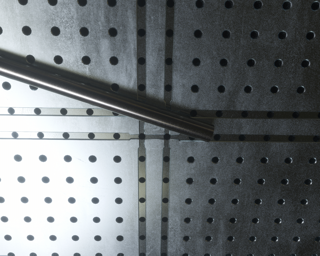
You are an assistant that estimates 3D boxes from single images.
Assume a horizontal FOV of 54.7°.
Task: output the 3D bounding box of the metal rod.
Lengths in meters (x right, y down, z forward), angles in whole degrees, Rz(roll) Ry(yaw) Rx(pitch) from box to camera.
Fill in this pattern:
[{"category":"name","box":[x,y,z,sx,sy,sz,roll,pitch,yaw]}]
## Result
[{"category":"metal rod","box":[-0.074,-0.038,0.398,0.302,0.025,0.025,18,109,-7]}]
